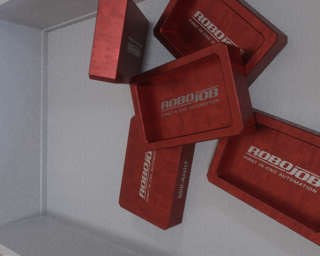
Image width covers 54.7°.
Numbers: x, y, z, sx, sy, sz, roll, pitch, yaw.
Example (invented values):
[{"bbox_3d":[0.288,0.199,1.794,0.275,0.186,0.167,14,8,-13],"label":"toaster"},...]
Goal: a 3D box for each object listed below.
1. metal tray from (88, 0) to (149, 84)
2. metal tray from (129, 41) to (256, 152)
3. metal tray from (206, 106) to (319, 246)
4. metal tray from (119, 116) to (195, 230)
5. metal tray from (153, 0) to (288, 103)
[{"bbox_3d":[-0.045,-0.100,0.379,0.030,0.130,0.089,11,99,6],"label":"metal tray"},{"bbox_3d":[0.029,-0.028,0.335,0.130,0.030,0.090,-14,85,39],"label":"metal tray"},{"bbox_3d":[0.118,0.039,0.305,0.130,0.030,0.089,27,107,36],"label":"metal tray"},{"bbox_3d":[-0.006,0.055,0.409,0.090,0.030,0.129,15,100,39],"label":"metal tray"},{"bbox_3d":[0.059,-0.102,0.341,0.130,0.030,0.089,51,125,21],"label":"metal tray"}]
